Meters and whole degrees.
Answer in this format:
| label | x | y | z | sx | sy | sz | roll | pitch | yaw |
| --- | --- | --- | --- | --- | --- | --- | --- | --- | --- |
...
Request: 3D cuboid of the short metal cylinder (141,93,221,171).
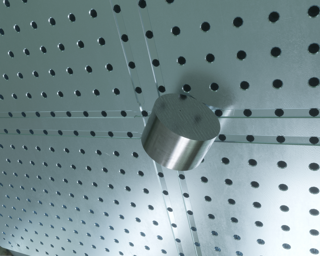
| label | x | y | z | sx | sy | sz | roll | pitch | yaw |
| --- | --- | --- | --- | --- | --- | --- | --- | --- | --- |
| short metal cylinder | 0.024 | 0.004 | 0.366 | 0.080 | 0.080 | 0.050 | 31 | 128 | 8 |
